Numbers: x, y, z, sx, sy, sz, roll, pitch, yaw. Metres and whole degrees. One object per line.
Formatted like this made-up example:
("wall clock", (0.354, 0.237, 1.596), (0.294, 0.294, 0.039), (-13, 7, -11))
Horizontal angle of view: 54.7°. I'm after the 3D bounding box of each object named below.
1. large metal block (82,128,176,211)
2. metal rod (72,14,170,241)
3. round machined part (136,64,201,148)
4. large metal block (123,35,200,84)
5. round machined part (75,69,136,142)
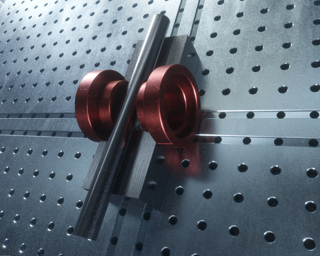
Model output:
("large metal block", (-0.036, 0.049, 0.380), (0.080, 0.050, 0.080), (3, 63, 29))
("metal rod", (-0.038, -0.019, 0.376), (0.025, 0.025, 0.300), (3, 63, 29))
("round machined part", (0.008, -0.025, 0.372), (0.042, 0.098, 0.098), (-1, 61, 33))
("large metal block", (0.003, -0.081, 0.440), (0.080, 0.050, 0.080), (2, 63, 29))
("round machined part", (-0.062, -0.028, 0.410), (0.042, 0.098, 0.098), (2, 63, 29))
